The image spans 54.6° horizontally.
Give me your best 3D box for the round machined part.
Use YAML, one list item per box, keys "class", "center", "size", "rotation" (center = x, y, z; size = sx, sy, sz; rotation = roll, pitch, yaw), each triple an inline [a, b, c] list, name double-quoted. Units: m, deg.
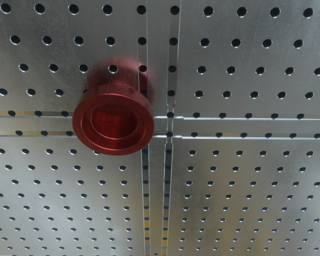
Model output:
- class: "round machined part"
  center: [-0.056, -0.014, 0.388]
  size: [0.099, 0.042, 0.097]
  rotation: [0, 130, 0]
